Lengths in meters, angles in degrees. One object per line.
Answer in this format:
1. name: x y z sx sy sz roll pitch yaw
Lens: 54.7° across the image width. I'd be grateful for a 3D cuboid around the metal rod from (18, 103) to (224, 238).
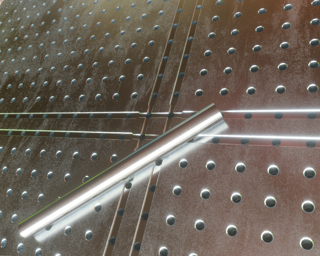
1. metal rod: -0.055 0.058 0.399 0.300 0.025 0.025 -32 52 7
